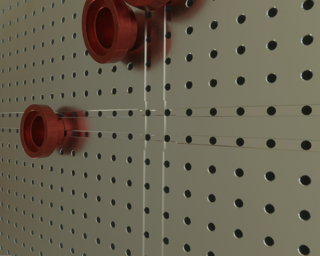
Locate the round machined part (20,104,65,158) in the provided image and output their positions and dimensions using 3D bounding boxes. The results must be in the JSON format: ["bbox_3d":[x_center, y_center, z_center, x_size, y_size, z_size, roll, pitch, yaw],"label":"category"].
[{"bbox_3d":[-0.214,0.006,0.571,0.098,0.042,0.097,0,90,39],"label":"round machined part"}]

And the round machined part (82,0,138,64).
[{"bbox_3d":[-0.069,-0.143,0.443,0.098,0.042,0.097,18,115,46],"label":"round machined part"}]

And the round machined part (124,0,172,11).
[{"bbox_3d":[-0.006,-0.201,0.402,0.098,0.042,0.097,0,90,39],"label":"round machined part"}]
